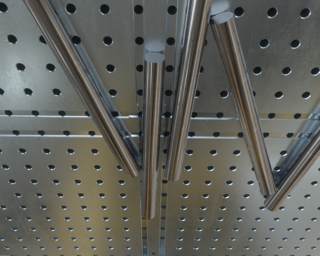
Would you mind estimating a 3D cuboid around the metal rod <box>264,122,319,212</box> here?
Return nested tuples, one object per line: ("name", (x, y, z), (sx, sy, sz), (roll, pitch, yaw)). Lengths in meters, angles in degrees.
("metal rod", (0.220, 0.020, 0.432), (0.025, 0.025, 0.298), (9, 130, -8))

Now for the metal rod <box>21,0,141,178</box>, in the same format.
("metal rod", (-0.086, -0.043, 0.373), (0.025, 0.025, 0.299), (-14, 129, 11))

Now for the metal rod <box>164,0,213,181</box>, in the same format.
("metal rod", (0.031, -0.041, 0.376), (0.025, 0.025, 0.298), (3, 130, -3))

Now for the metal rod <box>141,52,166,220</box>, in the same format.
("metal rod", (-0.013, 0.035, 0.441), (0.025, 0.025, 0.298), (2, 130, -2))

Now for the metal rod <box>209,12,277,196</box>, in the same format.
("metal rod", (0.118, -0.007, 0.407), (0.025, 0.025, 0.299), (-17, 129, 14))
